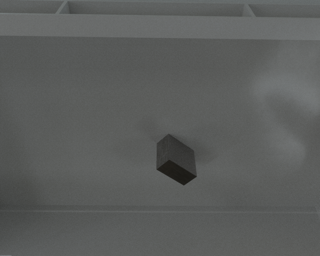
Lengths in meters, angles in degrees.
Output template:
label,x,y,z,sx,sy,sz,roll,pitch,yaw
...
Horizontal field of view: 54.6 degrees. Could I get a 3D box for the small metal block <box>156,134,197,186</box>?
label,x,y,z,sx,sy,sz,roll,pitch,yaw
small metal block,0.022,0.044,0.430,0.050,0.050,0.025,34,122,-25
